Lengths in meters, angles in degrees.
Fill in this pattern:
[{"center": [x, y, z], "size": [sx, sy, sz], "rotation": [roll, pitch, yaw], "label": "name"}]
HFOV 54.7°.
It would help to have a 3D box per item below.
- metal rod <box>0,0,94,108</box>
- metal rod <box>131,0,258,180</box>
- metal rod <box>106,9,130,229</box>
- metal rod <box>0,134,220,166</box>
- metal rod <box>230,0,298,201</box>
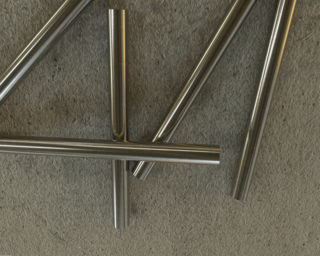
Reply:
[{"center": [-0.168, -0.077, 0.379], "size": [0.299, 0.025, 0.025], "rotation": [-43, 105, 13], "label": "metal rod"}, {"center": [0.044, -0.058, 0.389], "size": [0.025, 0.025, 0.298], "rotation": [28, 107, -10], "label": "metal rod"}, {"center": [-0.053, 0.003, 0.409], "size": [0.025, 0.025, 0.298], "rotation": [1, 110, -1], "label": "metal rod"}, {"center": [-0.078, 0.027, 0.394], "size": [0.302, 0.025, 0.025], "rotation": [2, 110, 8], "label": "metal rod"}, {"center": [0.132, -0.041, 0.396], "size": [0.025, 0.025, 0.298], "rotation": [6, 110, -3], "label": "metal rod"}]
